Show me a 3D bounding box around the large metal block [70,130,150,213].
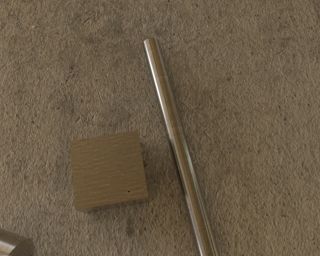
[{"bbox_3d":[-0.059,0.054,0.375,0.081,0.050,0.080,-9,70,-4],"label":"large metal block"}]

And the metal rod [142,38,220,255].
[{"bbox_3d":[0.022,0.012,0.403,0.025,0.025,0.299,-13,71,-5],"label":"metal rod"}]

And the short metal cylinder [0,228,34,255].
[{"bbox_3d":[-0.178,0.148,0.324,0.050,0.080,0.080,17,71,6],"label":"short metal cylinder"}]
